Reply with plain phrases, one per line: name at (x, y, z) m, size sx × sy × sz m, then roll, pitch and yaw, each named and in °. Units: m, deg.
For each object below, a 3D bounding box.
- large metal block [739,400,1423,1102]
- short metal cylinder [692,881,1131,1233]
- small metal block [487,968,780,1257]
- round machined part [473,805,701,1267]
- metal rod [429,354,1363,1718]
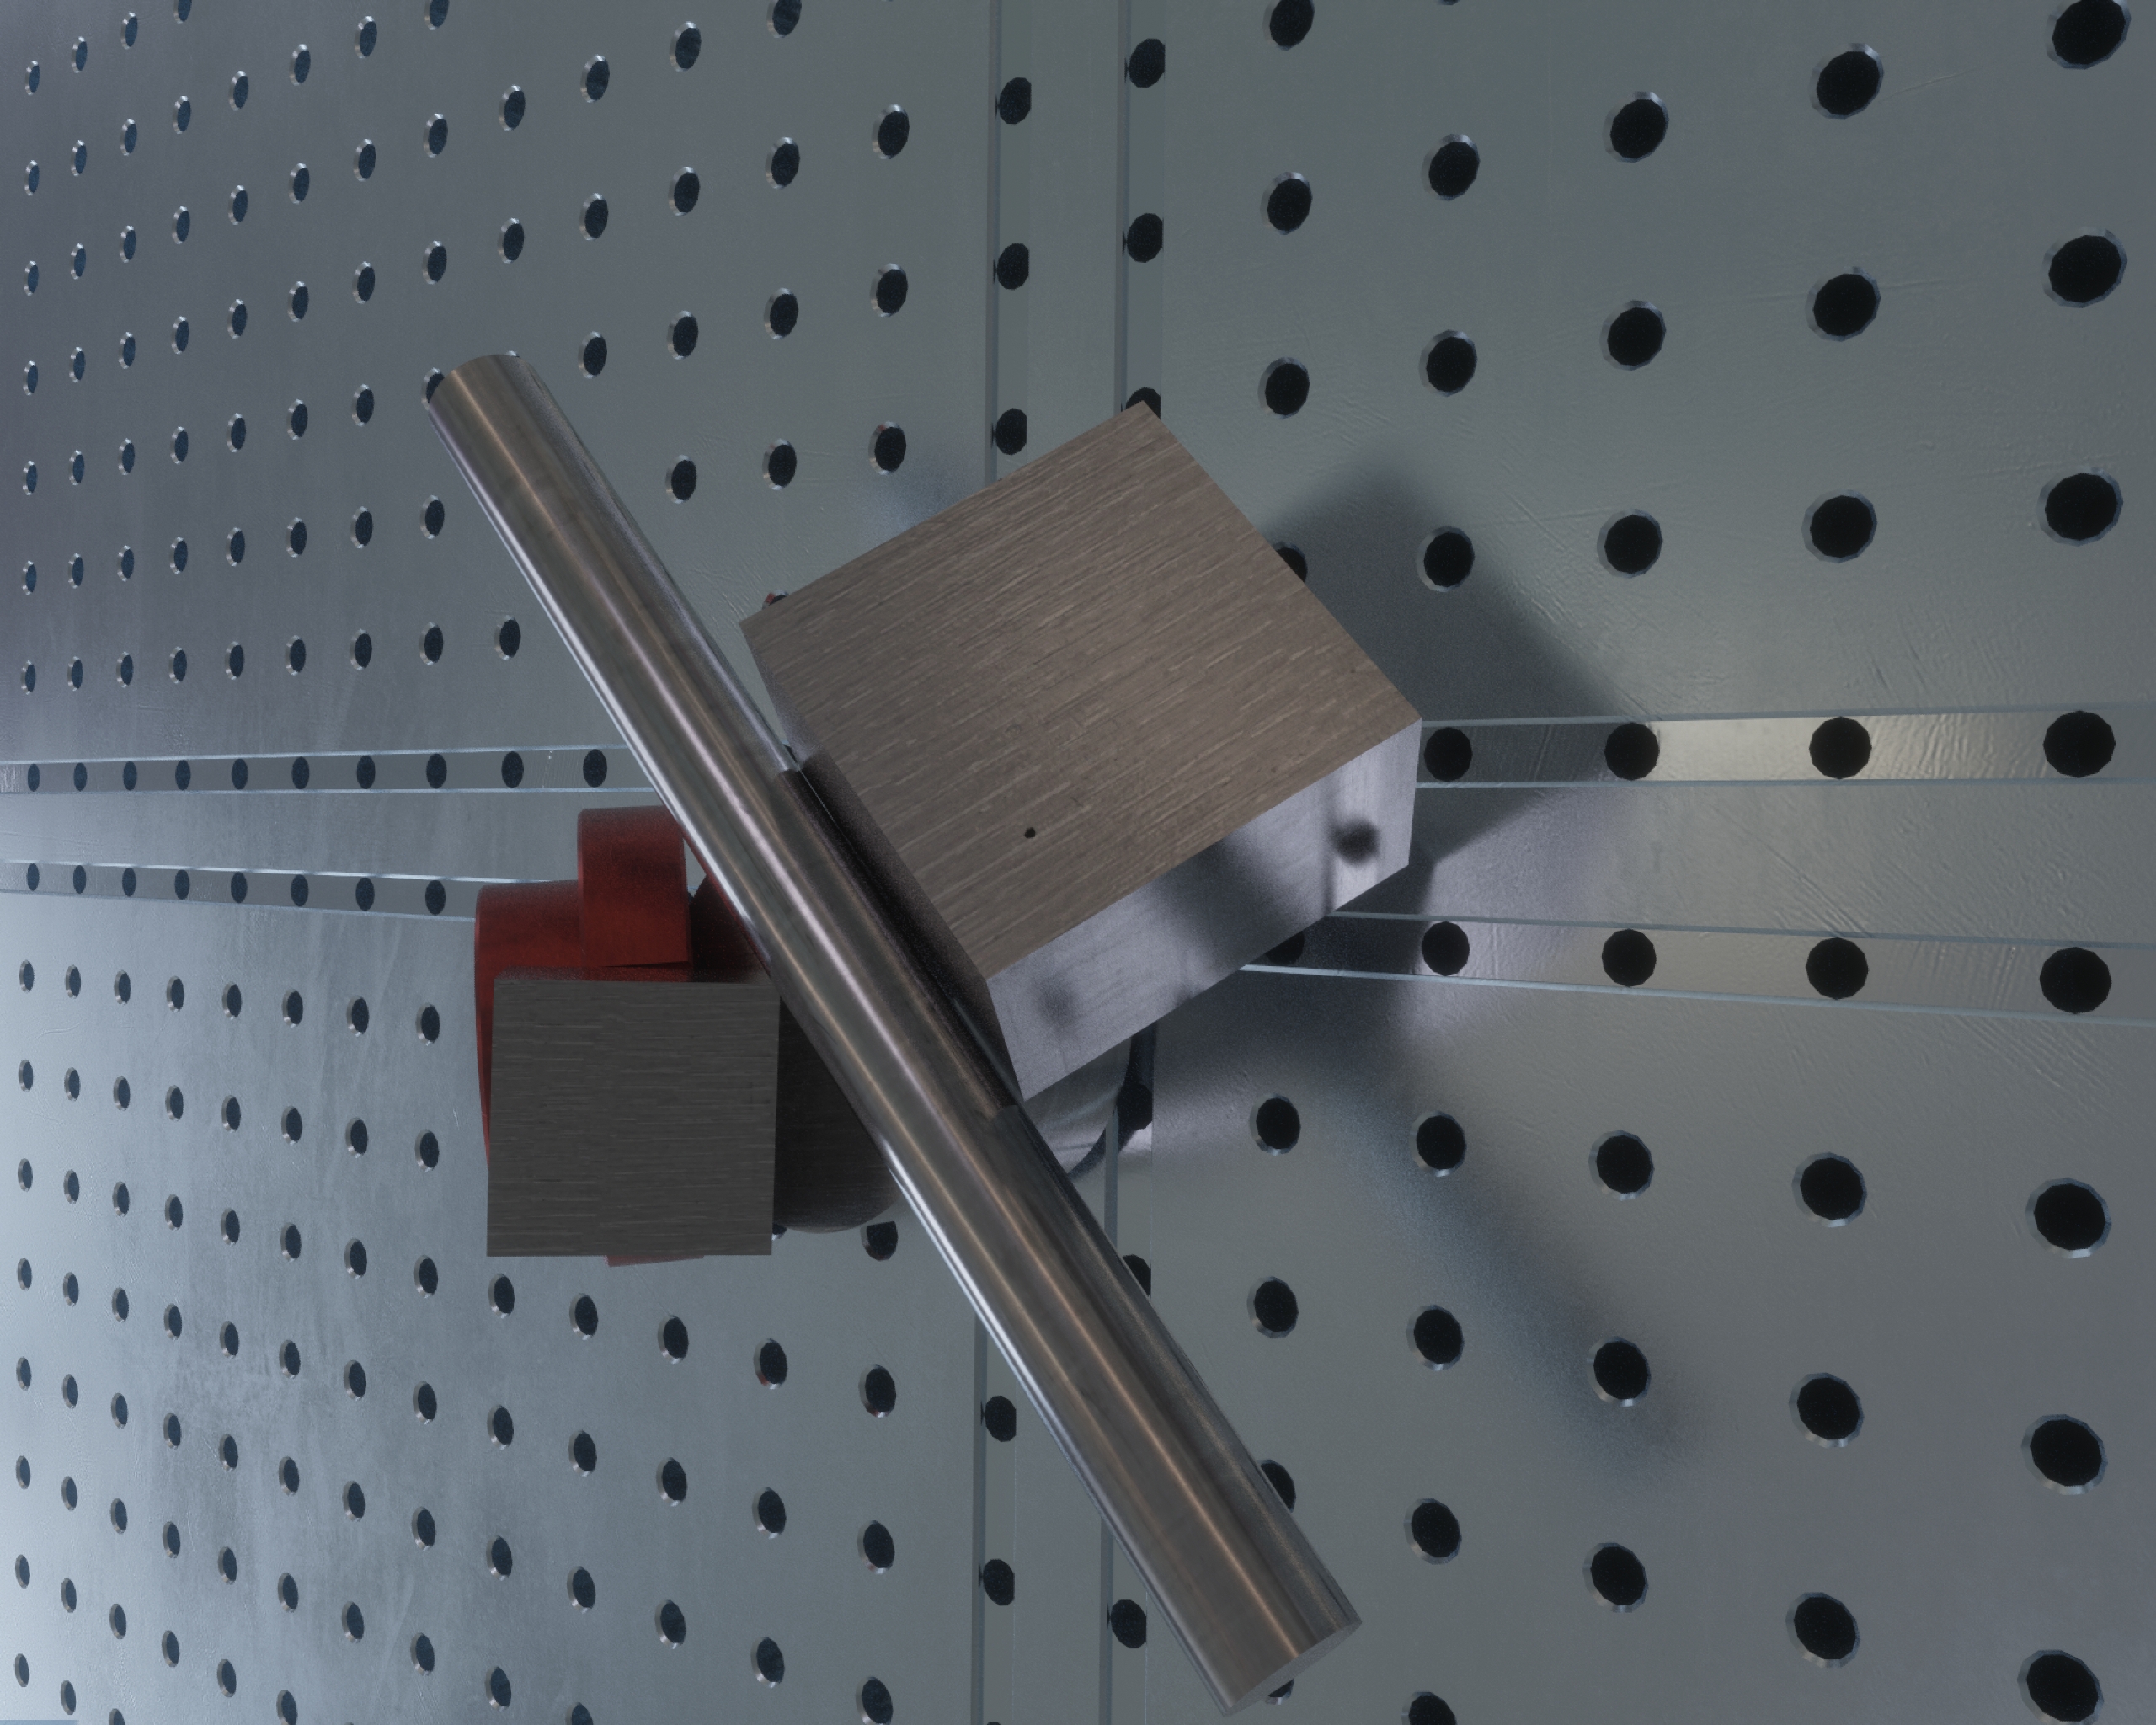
large metal block at (0.001, -0.020, 0.359) m, size 0.080 × 0.050 × 0.080 m, roll -31°, pitch 63°, yaw -11°
short metal cylinder at (-0.036, 0.031, 0.418) m, size 0.080 × 0.050 × 0.079 m, roll 0°, pitch 90°, yaw 40°
small metal block at (-0.082, 0.046, 0.388) m, size 0.025 × 0.050 × 0.050 m, roll -166°, pitch 78°, yaw -80°
round machined part at (-0.104, 0.037, 0.446) m, size 0.098 × 0.042 × 0.097 m, roll 177°, pitch 89°, yaw -78°
metal rod at (-0.047, 0.012, 0.378) m, size 0.025 × 0.025 × 0.300 m, roll -51°, pitch 61°, yaw 28°
